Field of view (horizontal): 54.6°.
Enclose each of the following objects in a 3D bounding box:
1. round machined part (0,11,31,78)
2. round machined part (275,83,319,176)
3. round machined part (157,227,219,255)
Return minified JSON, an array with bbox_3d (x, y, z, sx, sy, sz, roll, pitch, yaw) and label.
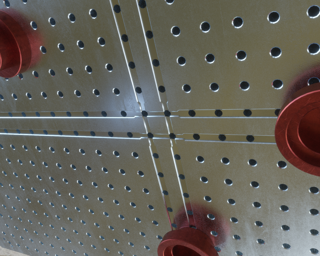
[{"bbox_3d":[-0.244,-0.119,0.456,0.098,0.042,0.097,13,124,21],"label":"round machined part"},{"bbox_3d":[0.169,-0.002,0.310,0.098,0.042,0.097,13,124,21],"label":"round machined part"},{"bbox_3d":[0.049,0.199,0.498,0.098,0.042,0.097,13,124,21],"label":"round machined part"}]
